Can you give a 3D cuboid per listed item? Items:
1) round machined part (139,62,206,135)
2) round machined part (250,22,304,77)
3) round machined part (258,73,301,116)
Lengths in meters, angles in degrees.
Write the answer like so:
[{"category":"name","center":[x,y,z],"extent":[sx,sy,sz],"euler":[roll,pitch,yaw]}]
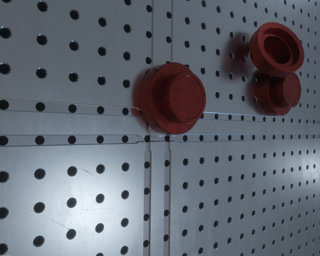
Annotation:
[{"category":"round machined part","center":[0.024,-0.039,0.417],"extent":[0.099,0.042,0.097],"euler":[0,90,-40]},{"category":"round machined part","center":[0.200,-0.133,0.548],"extent":[0.099,0.042,0.098],"euler":[7,70,-18]},{"category":"round machined part","center":[0.233,-0.072,0.591],"extent":[0.099,0.042,0.097],"euler":[0,90,-40]}]
